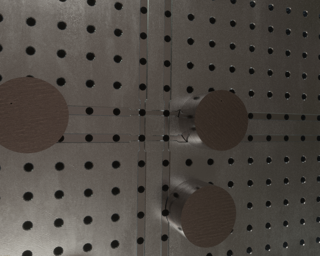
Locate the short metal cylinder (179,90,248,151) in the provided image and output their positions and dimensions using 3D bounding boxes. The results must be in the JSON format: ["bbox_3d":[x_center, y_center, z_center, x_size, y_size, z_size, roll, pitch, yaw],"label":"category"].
[{"bbox_3d":[0.073,-0.010,0.428,0.081,0.050,0.079,0,90,-20],"label":"short metal cylinder"}]

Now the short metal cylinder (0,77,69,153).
[{"bbox_3d":[-0.146,-0.014,0.346,0.081,0.050,0.079,0,90,-20],"label":"short metal cylinder"}]

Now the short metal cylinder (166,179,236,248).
[{"bbox_3d":[0.055,0.114,0.421,0.081,0.050,0.079,0,90,-21],"label":"short metal cylinder"}]
